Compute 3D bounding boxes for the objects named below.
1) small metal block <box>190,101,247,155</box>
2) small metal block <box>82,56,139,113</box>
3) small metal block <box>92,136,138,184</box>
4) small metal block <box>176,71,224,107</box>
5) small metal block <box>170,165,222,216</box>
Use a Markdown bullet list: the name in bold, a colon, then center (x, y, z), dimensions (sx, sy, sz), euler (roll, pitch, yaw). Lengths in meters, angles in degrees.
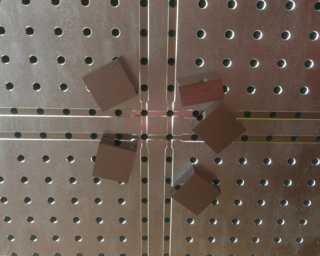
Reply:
- **small metal block**: center (0.077, -0.002, 0.413), dimensions (0.050, 0.025, 0.050), euler (43, 104, -14)
- **small metal block**: center (-0.062, -0.055, 0.393), dimensions (0.050, 0.025, 0.050), euler (-25, 108, 9)
- **small metal block**: center (-0.062, 0.044, 0.429), dimensions (0.050, 0.025, 0.050), euler (14, 110, -5)
- **small metal block**: center (0.048, -0.049, 0.382), dimensions (0.050, 0.050, 0.025), euler (-10, 110, 4)
- **small metal block**: center (0.051, 0.090, 0.447), dimensions (0.050, 0.025, 0.050), euler (38, 106, -13)
